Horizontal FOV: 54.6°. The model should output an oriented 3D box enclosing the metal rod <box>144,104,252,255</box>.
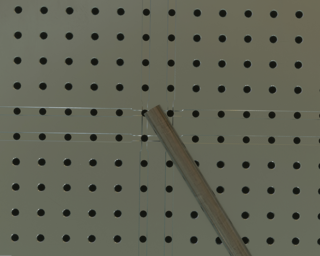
[{"bbox_3d":[0.067,0.103,0.413,0.025,0.025,0.299,-31,90,0],"label":"metal rod"}]
